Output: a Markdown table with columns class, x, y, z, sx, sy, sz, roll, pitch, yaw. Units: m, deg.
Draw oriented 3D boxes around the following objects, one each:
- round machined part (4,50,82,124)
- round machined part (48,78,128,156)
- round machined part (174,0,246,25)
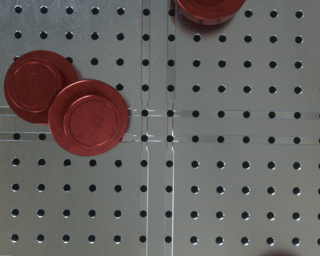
| class | x | y | z | sx | sy | sz | roll | pitch | yaw |
| --- | --- | --- | --- | --- | --- | --- | --- | --- | --- |
| round machined part | -0.155 | -0.054 | 0.404 | 0.099 | 0.042 | 0.097 | 0 | 90 | 0 |
| round machined part | -0.086 | -0.011 | 0.385 | 0.099 | 0.042 | 0.097 | -7 | 107 | -22 |
| round machined part | 0.064 | -0.183 | 0.405 | 0.099 | 0.042 | 0.097 | 0 | 90 | 0 |
